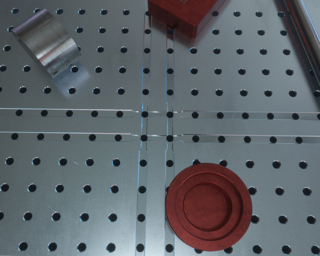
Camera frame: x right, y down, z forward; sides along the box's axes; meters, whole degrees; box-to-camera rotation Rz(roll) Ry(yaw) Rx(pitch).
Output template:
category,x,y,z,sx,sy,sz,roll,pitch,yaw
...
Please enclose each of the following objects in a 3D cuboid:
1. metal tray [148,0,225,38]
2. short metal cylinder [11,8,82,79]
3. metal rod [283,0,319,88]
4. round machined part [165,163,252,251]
category,x,y,z,sx,sy,sz,roll,pitch,yaw
metal tray,0.053,-0.214,0.487,0.090,0.030,0.130,33,73,11
short metal cylinder,-0.154,-0.113,0.423,0.050,0.080,0.080,-42,75,-13
metal rod,0.216,-0.165,0.473,0.025,0.025,0.299,-11,70,-4
round machined part,0.055,0.094,0.369,0.099,0.042,0.098,0,70,0
